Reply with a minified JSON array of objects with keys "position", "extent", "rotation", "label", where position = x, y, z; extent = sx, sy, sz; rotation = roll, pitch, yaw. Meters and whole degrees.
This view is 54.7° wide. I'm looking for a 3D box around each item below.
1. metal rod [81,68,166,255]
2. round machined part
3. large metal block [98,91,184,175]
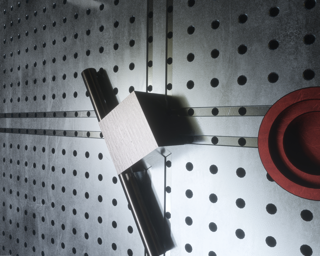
[{"position":[-0.060,0.040,0.458],"extent":[0.025,0.025,0.299],"rotation":[-36,68,34],"label":"metal rod"},{"position":[0.144,0.013,0.279],"extent":[0.098,0.042,0.097],"rotation":[0,90,40],"label":"round machined part"},{"position":[-0.028,0.007,0.416],"extent":[0.080,0.050,0.080],"rotation":[-37,67,34],"label":"large metal block"}]
